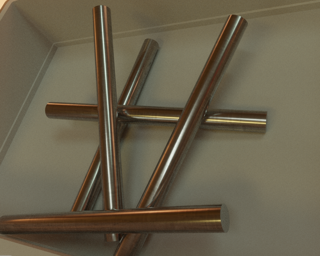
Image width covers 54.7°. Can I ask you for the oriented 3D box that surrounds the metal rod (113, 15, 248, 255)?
[{"bbox_3d":[0.025,0.010,0.349,0.025,0.025,0.299,23,85,36],"label":"metal rod"}]

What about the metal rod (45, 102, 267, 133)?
[{"bbox_3d":[-0.020,-0.016,0.402,0.301,0.025,0.025,4,63,21],"label":"metal rod"}]

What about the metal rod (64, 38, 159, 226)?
[{"bbox_3d":[-0.061,-0.004,0.440,0.025,0.025,0.300,6,64,31],"label":"metal rod"}]

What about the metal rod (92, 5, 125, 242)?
[{"bbox_3d":[-0.066,-0.016,0.390,0.025,0.025,0.299,-11,76,22],"label":"metal rod"}]

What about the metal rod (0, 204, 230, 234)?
[{"bbox_3d":[-0.074,0.104,0.342,0.300,0.025,0.025,-11,57,27],"label":"metal rod"}]
